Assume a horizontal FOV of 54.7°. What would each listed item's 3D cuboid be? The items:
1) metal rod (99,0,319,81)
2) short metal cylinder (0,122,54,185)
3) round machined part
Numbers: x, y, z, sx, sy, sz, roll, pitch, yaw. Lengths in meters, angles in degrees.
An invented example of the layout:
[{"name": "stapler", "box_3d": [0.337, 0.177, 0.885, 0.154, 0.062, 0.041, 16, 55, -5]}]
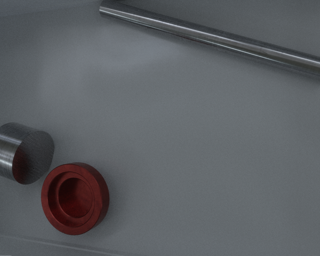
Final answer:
[{"name": "metal rod", "box_3d": [0.055, -0.116, 0.390, 0.301, 0.025, 0.025, 22, 97, 18]}, {"name": "short metal cylinder", "box_3d": [-0.202, 0.036, 0.451, 0.050, 0.080, 0.079, 15, 95, 19]}, {"name": "round machined part", "box_3d": [-0.115, 0.097, 0.441, 0.098, 0.042, 0.097, 0, 90, 19]}]
